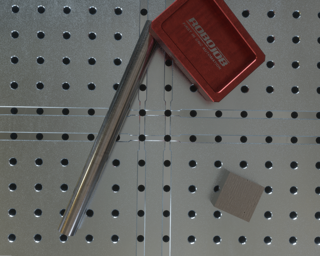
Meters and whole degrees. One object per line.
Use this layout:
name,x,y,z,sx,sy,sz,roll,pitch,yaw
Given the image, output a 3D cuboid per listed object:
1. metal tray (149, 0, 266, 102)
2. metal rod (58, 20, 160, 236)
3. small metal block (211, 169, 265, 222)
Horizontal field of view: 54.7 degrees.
metal tray,0.060,-0.109,0.397,0.090,0.030,0.130,-42,102,-1
metal rod,-0.065,0.000,0.412,0.025,0.025,0.299,23,90,-1
small metal block,0.103,0.090,0.415,0.050,0.025,0.050,25,90,-1
